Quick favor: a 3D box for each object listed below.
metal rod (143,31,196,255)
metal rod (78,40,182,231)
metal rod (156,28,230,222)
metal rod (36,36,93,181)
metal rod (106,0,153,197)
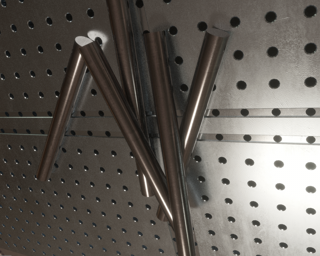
[{"bbox_3d":[0.016,0.034,0.389,0.025,0.025,0.298,0,108,28],"label":"metal rod"},{"bbox_3d":[-0.023,0.031,0.407,0.025,0.025,0.299,-13,112,33],"label":"metal rod"},{"bbox_3d":[0.033,0.020,0.404,0.025,0.025,0.298,23,127,14],"label":"metal rod"},{"bbox_3d":[-0.156,-0.010,0.484,0.025,0.025,0.298,35,129,4],"label":"metal rod"},{"bbox_3d":[-0.033,-0.032,0.407,0.025,0.025,0.298,7,122,24],"label":"metal rod"}]
